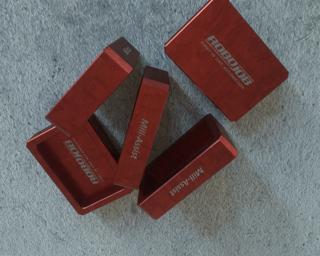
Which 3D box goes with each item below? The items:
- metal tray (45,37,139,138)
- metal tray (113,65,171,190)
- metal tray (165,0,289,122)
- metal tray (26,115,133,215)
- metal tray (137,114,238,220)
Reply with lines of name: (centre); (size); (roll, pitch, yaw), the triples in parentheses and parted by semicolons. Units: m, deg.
metal tray: (-0.066, -0.051, 0.335); (0.030, 0.130, 0.090); (42, 104, -14)
metal tray: (-0.022, -0.003, 0.374); (0.030, 0.090, 0.129); (16, 109, -6)
metal tray: (0.080, -0.082, 0.379); (0.090, 0.030, 0.130); (-43, 105, 13)
metal tray: (-0.104, 0.048, 0.424); (0.090, 0.030, 0.130); (-27, 108, 9)
metal tray: (0.030, 0.046, 0.393); (0.130, 0.090, 0.030); (-41, 105, 13)
